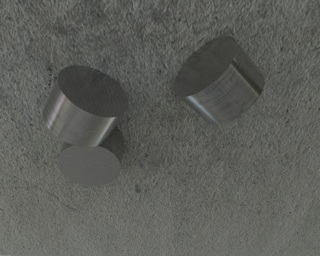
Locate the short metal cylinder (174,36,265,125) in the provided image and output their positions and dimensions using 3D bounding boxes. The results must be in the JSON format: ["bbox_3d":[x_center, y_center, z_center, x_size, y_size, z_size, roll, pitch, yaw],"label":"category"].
[{"bbox_3d":[0.061,-0.050,0.329,0.080,0.080,0.050,-35,122,26],"label":"short metal cylinder"}]

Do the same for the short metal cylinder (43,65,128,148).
[{"bbox_3d":[-0.083,-0.025,0.349,0.080,0.080,0.050,25,126,-20],"label":"short metal cylinder"}]

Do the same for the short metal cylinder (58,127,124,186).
[{"bbox_3d":[-0.091,0.033,0.418,0.081,0.050,0.079,0,130,0],"label":"short metal cylinder"}]
